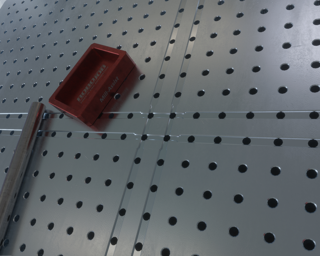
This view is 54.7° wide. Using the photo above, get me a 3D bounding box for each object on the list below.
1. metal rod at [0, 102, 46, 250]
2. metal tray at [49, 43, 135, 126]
[{"bbox_3d":[-0.227,0.091,0.471,0.025,0.025,0.299,-8,58,24],"label":"metal rod"},{"bbox_3d":[-0.112,-0.075,0.509,0.090,0.030,0.130,24,74,36],"label":"metal tray"}]
